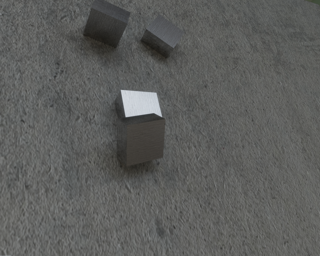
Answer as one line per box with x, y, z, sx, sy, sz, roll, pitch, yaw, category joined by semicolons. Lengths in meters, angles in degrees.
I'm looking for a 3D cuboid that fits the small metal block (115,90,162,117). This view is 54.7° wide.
-0.027;-0.020;0.401;0.050;0.025;0.050;1;61;-28;small metal block

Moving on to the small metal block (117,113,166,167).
-0.023;0.013;0.365;0.050;0.050;0.025;-10;24;-33;small metal block

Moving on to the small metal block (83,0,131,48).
-0.075;-0.147;0.437;0.050;0.050;0.025;19;54;-17;small metal block

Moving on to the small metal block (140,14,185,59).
0.005;-0.147;0.496;0.050;0.025;0.050;34;51;-6;small metal block
